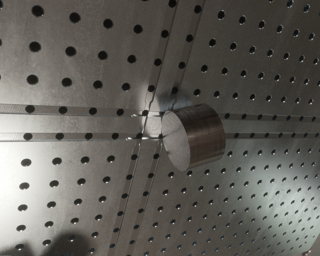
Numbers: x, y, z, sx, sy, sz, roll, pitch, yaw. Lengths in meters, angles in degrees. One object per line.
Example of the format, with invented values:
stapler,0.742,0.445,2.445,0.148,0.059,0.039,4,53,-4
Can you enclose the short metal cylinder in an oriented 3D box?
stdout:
short metal cylinder,0.042,0.011,0.407,0.050,0.080,0.079,-14,124,-21
